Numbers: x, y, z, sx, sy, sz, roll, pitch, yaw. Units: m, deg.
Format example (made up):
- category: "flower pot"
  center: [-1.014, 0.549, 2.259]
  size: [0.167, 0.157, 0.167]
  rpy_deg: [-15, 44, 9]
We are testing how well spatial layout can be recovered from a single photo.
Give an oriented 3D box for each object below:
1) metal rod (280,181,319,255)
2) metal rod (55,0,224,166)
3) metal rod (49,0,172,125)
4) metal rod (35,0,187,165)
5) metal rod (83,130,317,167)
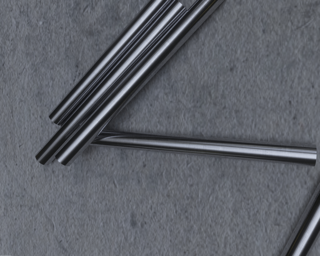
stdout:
- category: "metal rod"
  center: [0.164, 0.123, 0.351]
  size: [0.025, 0.025, 0.298]
  rpy_deg: [26, 98, 17]
- category: "metal rod"
  center: [-0.029, -0.064, 0.402]
  size: [0.300, 0.025, 0.025]
  rpy_deg: [-46, 76, 7]
- category: "metal rod"
  center: [-0.051, -0.114, 0.425]
  size: [0.299, 0.025, 0.025]
  rpy_deg: [-45, 77, 14]
- category: "metal rod"
  center: [-0.075, -0.055, 0.434]
  size: [0.299, 0.025, 0.025]
  rpy_deg: [-45, 77, 14]
- category: "metal rod"
  center: [0.032, 0.022, 0.397]
  size: [0.301, 0.025, 0.025]
  rpy_deg: [4, 91, 19]
